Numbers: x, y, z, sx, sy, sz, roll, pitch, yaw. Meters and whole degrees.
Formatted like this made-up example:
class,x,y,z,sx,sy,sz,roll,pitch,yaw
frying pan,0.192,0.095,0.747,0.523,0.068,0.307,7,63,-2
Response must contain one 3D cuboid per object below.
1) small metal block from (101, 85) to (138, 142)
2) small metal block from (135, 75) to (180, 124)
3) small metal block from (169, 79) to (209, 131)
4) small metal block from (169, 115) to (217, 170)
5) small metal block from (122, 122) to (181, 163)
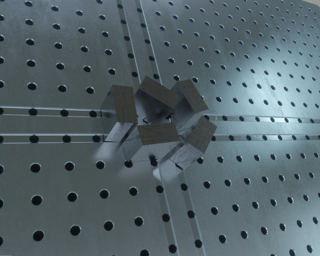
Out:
class,x,y,z,sx,sy,sz,roll,pitch,yaw
small metal block,-0.050,-0.016,0.374,0.025,0.050,0.050,3,61,-26
small metal block,-0.011,-0.033,0.406,0.050,0.050,0.025,30,53,-10
small metal block,0.033,-0.031,0.427,0.025,0.050,0.050,-17,70,-35
small metal block,0.043,0.019,0.402,0.025,0.050,0.050,36,51,-3
small metal block,-0.011,0.018,0.374,0.050,0.050,0.025,-5,64,-31
